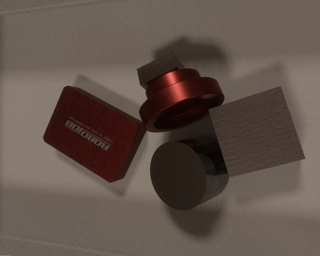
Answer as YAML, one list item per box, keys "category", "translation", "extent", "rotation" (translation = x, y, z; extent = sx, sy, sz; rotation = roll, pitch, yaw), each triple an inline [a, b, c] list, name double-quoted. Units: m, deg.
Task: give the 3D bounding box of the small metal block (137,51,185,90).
- category: "small metal block"
  translation: [0.007, -0.063, 0.391]
  extent: [0.050, 0.050, 0.025]
  rotation: [-23, 61, 18]

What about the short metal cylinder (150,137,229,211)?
- category: "short metal cylinder"
  translation: [0.035, 0.052, 0.371]
  extent: [0.080, 0.050, 0.079]
  rotation: [6, 99, 40]

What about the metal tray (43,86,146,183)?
- category: "metal tray"
  translation: [-0.094, 0.007, 0.440]
  extent: [0.130, 0.030, 0.090]
  rotation: [28, 99, 17]

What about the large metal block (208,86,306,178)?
- category: "large metal block"
  translation: [0.111, 0.005, 0.358]
  extent: [0.080, 0.050, 0.080]
  rotation: [-18, 84, 18]

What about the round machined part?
- category: "round machined part"
  translation: [0.022, -0.034, 0.364]
  extent: [0.098, 0.098, 0.042]
  rotation: [-26, 73, 18]
